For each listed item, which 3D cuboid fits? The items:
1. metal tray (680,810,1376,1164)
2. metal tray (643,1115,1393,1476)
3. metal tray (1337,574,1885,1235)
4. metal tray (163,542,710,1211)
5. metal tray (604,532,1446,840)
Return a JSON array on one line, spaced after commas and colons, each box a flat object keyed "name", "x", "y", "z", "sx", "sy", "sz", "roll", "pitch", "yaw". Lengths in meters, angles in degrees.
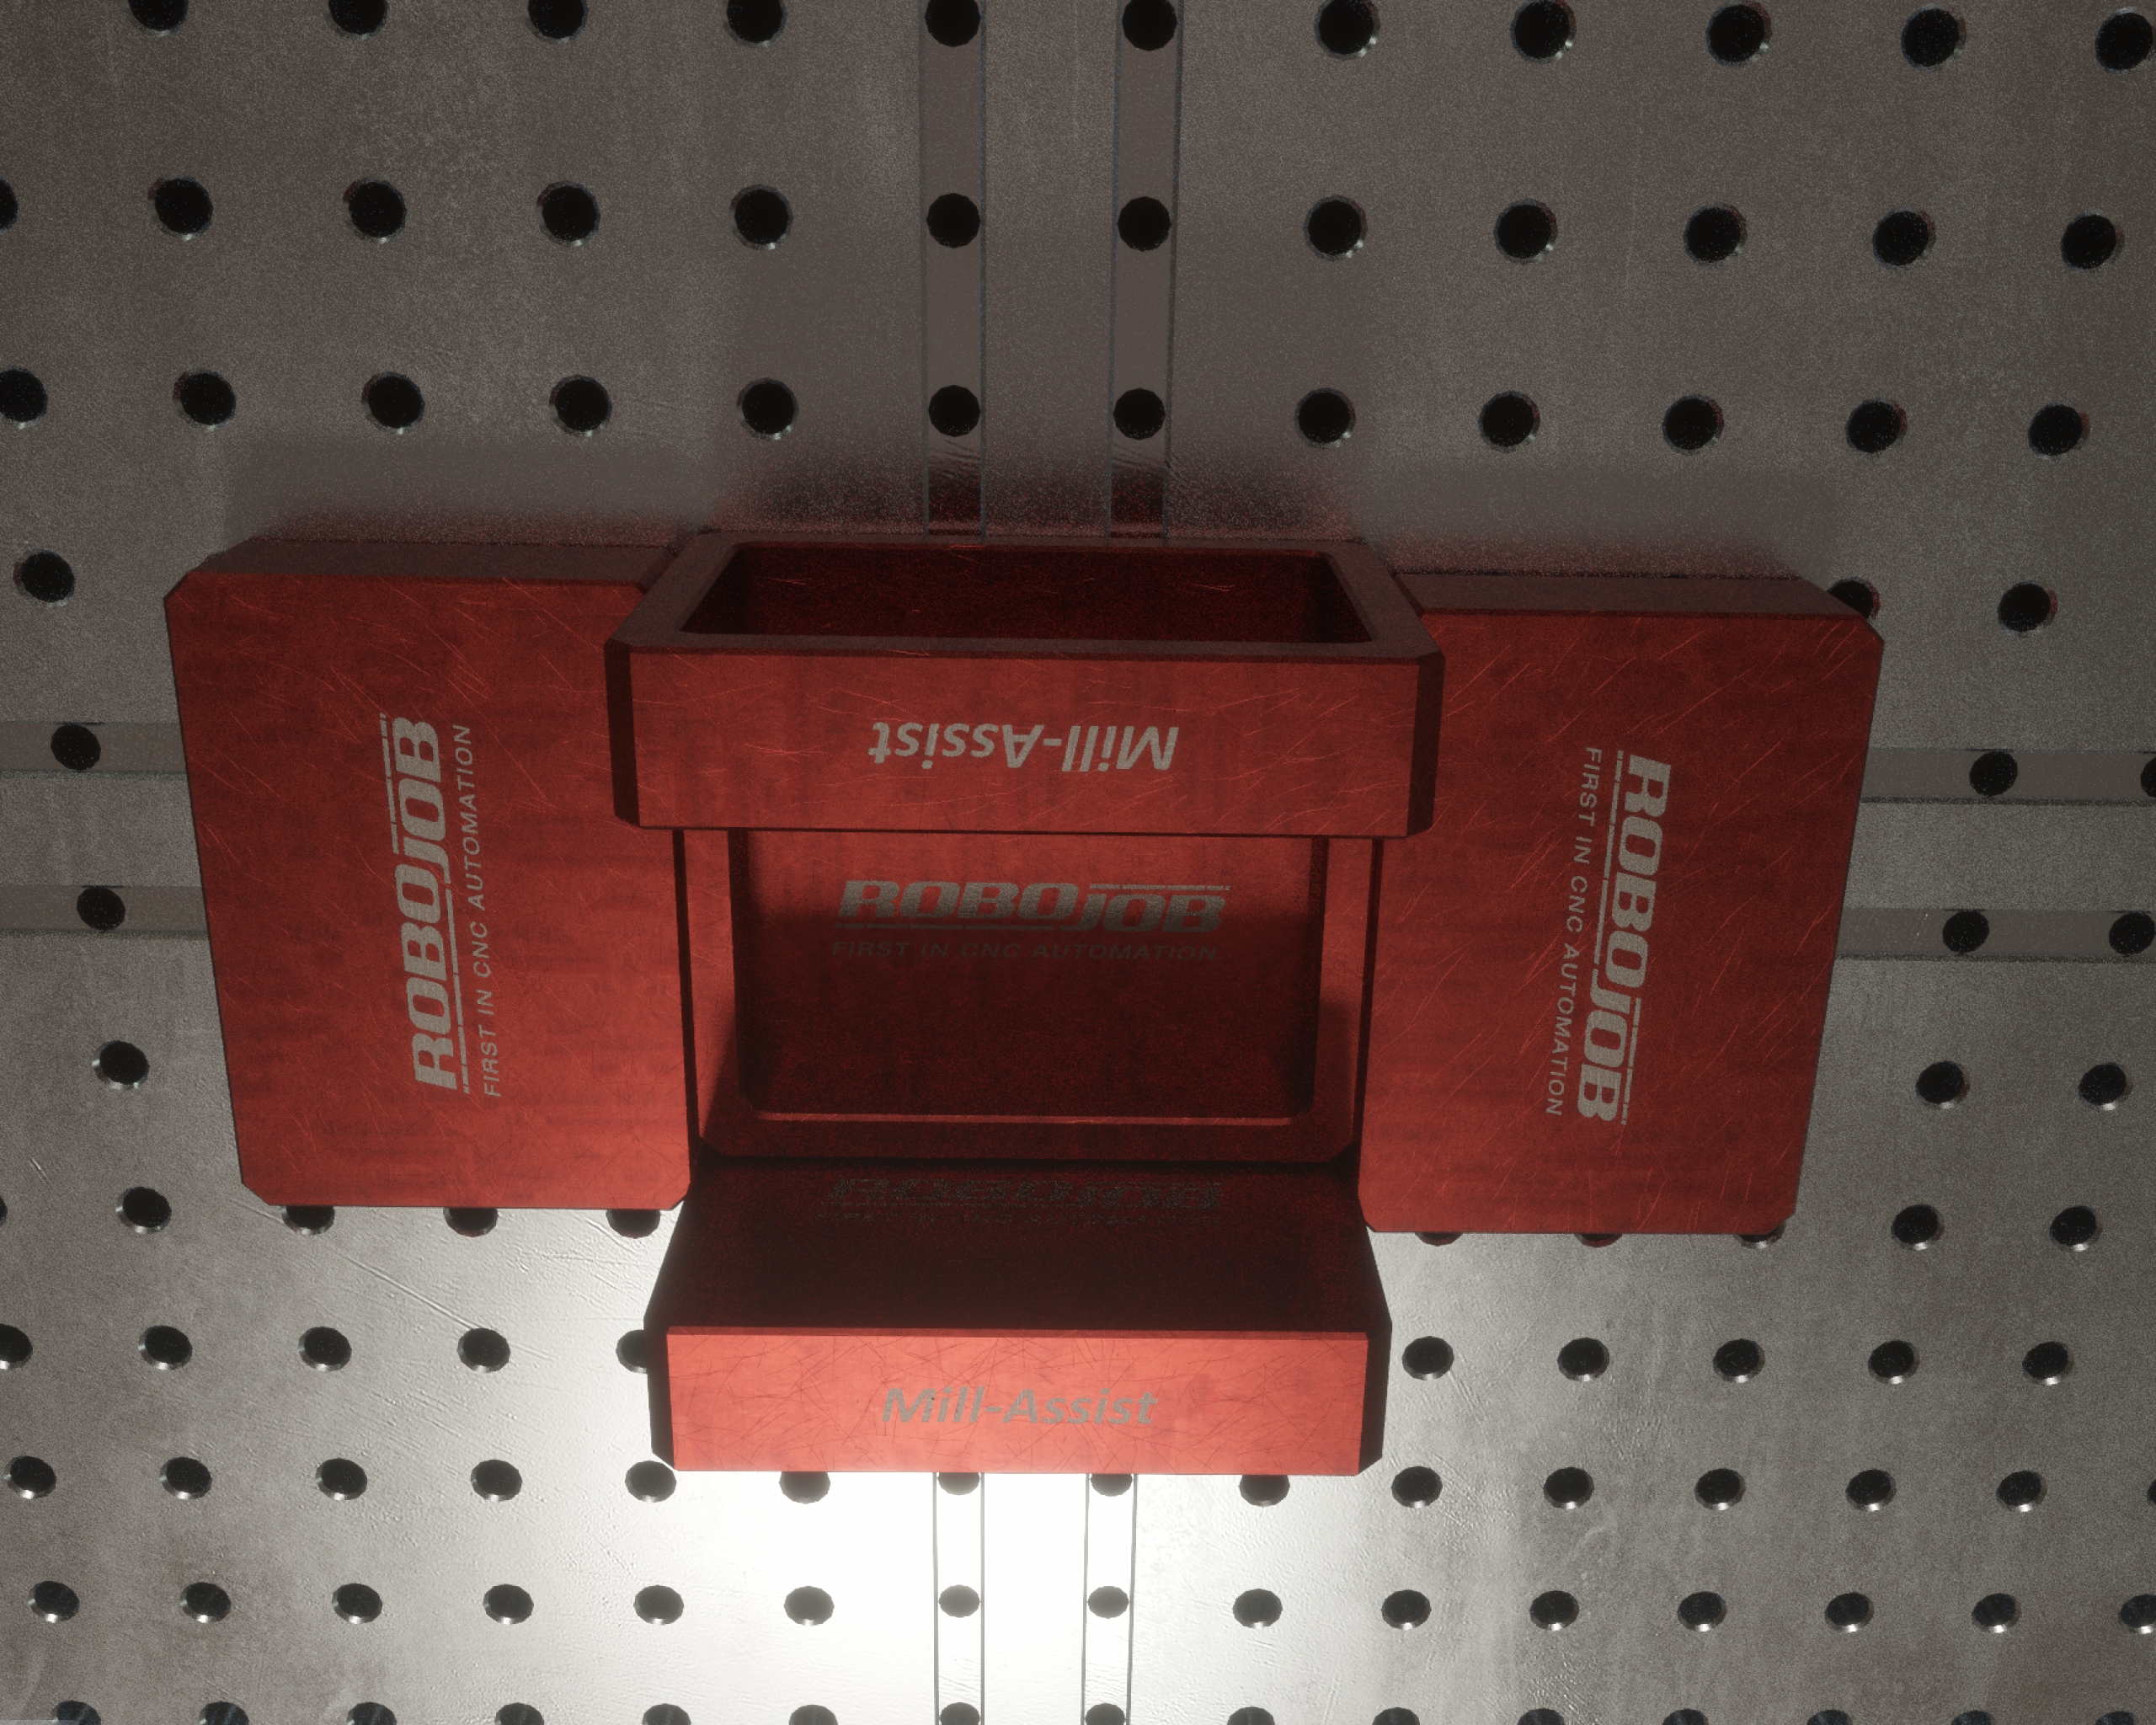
[{"name": "metal tray", "x": -0.010, "y": 0.013, "z": 0.413, "sx": 0.131, "sy": 0.030, "sz": 0.089, "roll": 1, "pitch": 110, "yaw": -1}, {"name": "metal tray", "x": -0.011, "y": 0.079, "z": 0.406, "sx": 0.131, "sy": 0.090, "sz": 0.030, "roll": 1, "pitch": 110, "yaw": -1}, {"name": "metal tray", "x": 0.101, "y": 0.010, "z": 0.414, "sx": 0.091, "sy": 0.030, "sz": 0.129, "roll": 1, "pitch": 110, "yaw": -2}, {"name": "metal tray", "x": -0.121, "y": 0.004, "z": 0.410, "sx": 0.091, "sy": 0.030, "sz": 0.129, "roll": 1, "pitch": 110, "yaw": -1}, {"name": "metal tray", "x": -0.008, "y": -0.034, "z": 0.366, "sx": 0.131, "sy": 0.090, "sz": 0.030, "roll": 1, "pitch": 110, "yaw": -1}]
